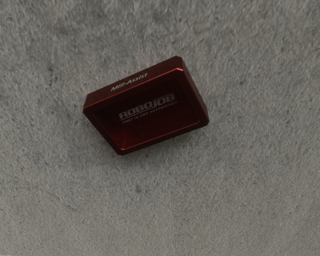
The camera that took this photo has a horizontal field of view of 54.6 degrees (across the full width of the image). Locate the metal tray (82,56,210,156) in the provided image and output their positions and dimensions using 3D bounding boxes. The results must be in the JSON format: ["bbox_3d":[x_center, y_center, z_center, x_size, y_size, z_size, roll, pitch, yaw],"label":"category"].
[{"bbox_3d":[-0.016,-0.022,0.384,0.130,0.030,0.090,-21,127,16],"label":"metal tray"}]
